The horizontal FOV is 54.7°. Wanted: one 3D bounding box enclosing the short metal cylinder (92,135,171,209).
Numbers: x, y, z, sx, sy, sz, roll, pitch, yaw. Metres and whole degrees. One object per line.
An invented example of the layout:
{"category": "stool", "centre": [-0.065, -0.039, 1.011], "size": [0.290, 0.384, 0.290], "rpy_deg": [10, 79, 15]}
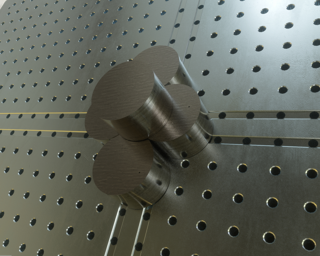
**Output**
{"category": "short metal cylinder", "centre": [-0.034, 0.052, 0.377], "size": [0.080, 0.050, 0.080], "rpy_deg": [-13, 54, 20]}

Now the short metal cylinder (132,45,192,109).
{"category": "short metal cylinder", "centre": [-0.002, -0.068, 0.434], "size": [0.080, 0.050, 0.080], "rpy_deg": [-12, 57, 20]}

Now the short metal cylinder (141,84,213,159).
{"category": "short metal cylinder", "centre": [0.020, -0.008, 0.386], "size": [0.080, 0.050, 0.080], "rpy_deg": [-13, 56, 21]}

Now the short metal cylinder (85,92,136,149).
{"category": "short metal cylinder", "centre": [-0.055, -0.008, 0.426], "size": [0.080, 0.050, 0.080], "rpy_deg": [-13, 56, 21]}

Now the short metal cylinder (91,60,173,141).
{"category": "short metal cylinder", "centre": [-0.032, -0.032, 0.363], "size": [0.080, 0.050, 0.080], "rpy_deg": [-13, 56, 21]}
